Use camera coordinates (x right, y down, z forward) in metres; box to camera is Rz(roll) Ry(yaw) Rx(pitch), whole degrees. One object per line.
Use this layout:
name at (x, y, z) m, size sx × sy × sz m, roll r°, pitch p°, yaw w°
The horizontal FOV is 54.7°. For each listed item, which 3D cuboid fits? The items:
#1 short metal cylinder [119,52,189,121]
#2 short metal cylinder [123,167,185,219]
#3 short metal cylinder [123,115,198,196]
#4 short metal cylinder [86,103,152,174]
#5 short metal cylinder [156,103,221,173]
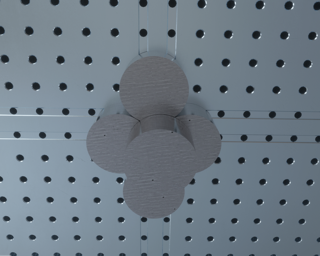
short metal cylinder at (-0.007, -0.051, 0.381) m, size 0.081 × 0.050 × 0.079 m, roll -1°, pitch 110°, yaw -1°
short metal cylinder at (-0.008, 0.076, 0.427) m, size 0.081 × 0.050 × 0.079 m, roll 0°, pitch 108°, yaw -1°
short metal cylinder at (0.000, 0.030, 0.357) m, size 0.081 × 0.050 × 0.079 m, roll 0°, pitch 110°, yaw 0°
short metal cylinder at (-0.050, 0.012, 0.404) m, size 0.081 × 0.050 × 0.079 m, roll 0°, pitch 110°, yaw 0°
short metal cylinder at (0.035, 0.013, 0.404) m, size 0.081 × 0.050 × 0.079 m, roll 0°, pitch 110°, yaw 0°
